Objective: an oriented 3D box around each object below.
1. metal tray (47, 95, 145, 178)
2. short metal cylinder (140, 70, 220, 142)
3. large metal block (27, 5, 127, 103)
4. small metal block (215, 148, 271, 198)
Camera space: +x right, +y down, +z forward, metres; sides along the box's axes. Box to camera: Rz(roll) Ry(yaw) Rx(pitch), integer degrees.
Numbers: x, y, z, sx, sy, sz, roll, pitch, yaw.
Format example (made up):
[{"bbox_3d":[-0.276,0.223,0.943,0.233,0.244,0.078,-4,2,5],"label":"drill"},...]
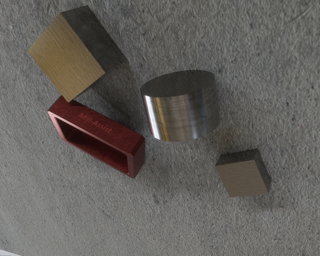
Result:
[{"bbox_3d":[-0.085,0.014,0.432,0.130,0.030,0.090,27,153,11],"label":"metal tray"},{"bbox_3d":[0.023,-0.027,0.341,0.080,0.080,0.050,2,119,27],"label":"short metal cylinder"},{"bbox_3d":[-0.103,-0.091,0.387,0.080,0.050,0.080,-28,103,37],"label":"large metal block"},{"bbox_3d":[0.104,0.057,0.387,0.050,0.025,0.050,-15,111,34],"label":"small metal block"}]
